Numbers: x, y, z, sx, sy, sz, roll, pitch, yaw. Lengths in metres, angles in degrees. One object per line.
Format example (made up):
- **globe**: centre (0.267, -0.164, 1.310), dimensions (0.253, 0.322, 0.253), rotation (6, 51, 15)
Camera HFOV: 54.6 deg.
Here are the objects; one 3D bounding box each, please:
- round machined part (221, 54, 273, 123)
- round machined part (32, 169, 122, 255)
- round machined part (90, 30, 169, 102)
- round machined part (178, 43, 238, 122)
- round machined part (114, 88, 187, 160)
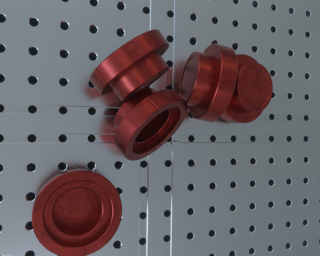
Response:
- **round machined part**: centre (0.120, -0.056, 0.439), dimensions (0.099, 0.042, 0.097), rotation (0, 90, -31)
- **round machined part**: centre (-0.098, 0.097, 0.368), dimensions (0.099, 0.042, 0.097), rotation (0, 90, -20)
- **round machined part**: centre (-0.029, -0.066, 0.360), dimensions (0.098, 0.098, 0.042), rotation (-37, 93, -16)
- **round machined part**: centre (0.055, -0.059, 0.394), dimensions (0.042, 0.098, 0.098), rotation (12, 86, -15)
- **round machined part**: centre (-0.016, -0.010, 0.378), dimensions (0.098, 0.098, 0.042), rotation (-38, 67, -16)
